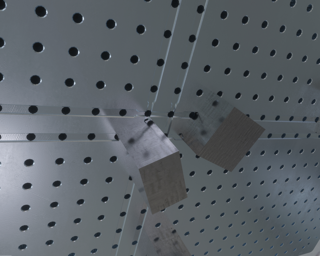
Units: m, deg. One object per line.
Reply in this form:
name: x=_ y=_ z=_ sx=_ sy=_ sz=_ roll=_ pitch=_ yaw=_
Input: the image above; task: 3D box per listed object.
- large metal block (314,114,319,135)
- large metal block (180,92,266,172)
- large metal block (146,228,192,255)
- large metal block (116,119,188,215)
large metal block: x=0.342 y=-0.023 z=0.566 sx=0.081 sy=0.050 sz=0.079 roll=-12 pitch=123 yaw=-22
large metal block: x=0.090 y=0.007 z=0.448 sx=0.080 sy=0.050 sz=0.080 roll=28 pitch=103 yaw=-38
large metal block: x=0.016 y=0.234 z=0.528 sx=0.050 sy=0.080 sz=0.079 roll=-9 pitch=123 yaw=-24
large metal block: x=-0.011 y=0.048 z=0.399 sx=0.050 sy=0.080 sz=0.080 roll=-23 pitch=127 yaw=-14
